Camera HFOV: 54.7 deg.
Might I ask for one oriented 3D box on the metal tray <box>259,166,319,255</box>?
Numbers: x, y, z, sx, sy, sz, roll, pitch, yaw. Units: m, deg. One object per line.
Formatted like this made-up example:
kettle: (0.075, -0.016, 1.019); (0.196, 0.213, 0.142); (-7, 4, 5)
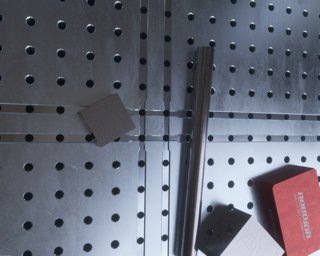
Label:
metal tray: (0.216, 0.135, 0.492); (0.091, 0.030, 0.129); (-16, 96, -20)

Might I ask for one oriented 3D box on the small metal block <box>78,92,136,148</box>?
small metal block: (-0.066, -0.010, 0.389); (0.050, 0.025, 0.050); (-31, 100, -18)

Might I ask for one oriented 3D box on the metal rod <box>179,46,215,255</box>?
metal rod: (0.052, 0.037, 0.433); (0.025, 0.025, 0.298); (6, 88, -20)

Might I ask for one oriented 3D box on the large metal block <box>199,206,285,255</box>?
large metal block: (0.116, 0.175, 0.444); (0.080, 0.050, 0.080); (-46, 105, -14)
